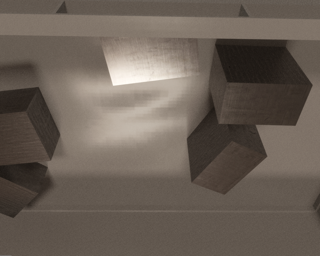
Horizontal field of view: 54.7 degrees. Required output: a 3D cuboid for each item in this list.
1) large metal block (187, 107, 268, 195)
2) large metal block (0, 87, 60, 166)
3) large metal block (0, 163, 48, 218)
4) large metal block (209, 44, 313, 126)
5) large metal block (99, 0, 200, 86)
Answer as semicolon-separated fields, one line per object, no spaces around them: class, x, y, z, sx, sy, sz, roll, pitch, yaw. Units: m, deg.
large metal block;0.080;0.024;0.395;0.050;0.080;0.080;23;126;-19
large metal block;-0.184;0.000;0.390;0.080;0.050;0.080;-6;130;4
large metal block;-0.228;0.079;0.457;0.080;0.050;0.080;34;122;-26
large metal block;0.101;-0.048;0.334;0.081;0.080;0.050;2;130;-2
large metal block;-0.007;-0.088;0.298;0.080;0.080;0.050;-6;130;5
